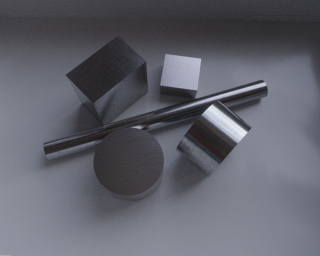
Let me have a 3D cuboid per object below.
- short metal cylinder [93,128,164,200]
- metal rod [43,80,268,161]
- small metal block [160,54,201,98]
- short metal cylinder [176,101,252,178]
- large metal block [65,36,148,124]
[{"bbox_3d":[-0.036,0.045,0.377,0.081,0.050,0.080,0,70,0],"label":"short metal cylinder"},{"bbox_3d":[0.000,-0.013,0.413,0.302,0.025,0.025,-16,71,-7],"label":"metal rod"},{"bbox_3d":[0.029,-0.073,0.435,0.050,0.025,0.050,8,70,2],"label":"small metal block"},{"bbox_3d":[0.065,0.014,0.375,0.050,0.080,0.080,41,75,13],"label":"short metal cylinder"},{"bbox_3d":[-0.063,-0.057,0.400,0.080,0.080,0.050,-42,76,-14],"label":"large metal block"}]
